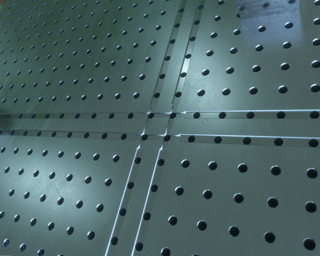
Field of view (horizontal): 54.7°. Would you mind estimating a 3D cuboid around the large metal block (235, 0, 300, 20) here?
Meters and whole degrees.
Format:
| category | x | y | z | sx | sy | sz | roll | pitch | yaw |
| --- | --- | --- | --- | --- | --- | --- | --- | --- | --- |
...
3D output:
| category | x | y | z | sx | sy | sz | roll | pitch | yaw |
| --- | --- | --- | --- | --- | --- | --- | --- | --- | --- |
| large metal block | 0.155 | -0.207 | 0.438 | 0.080 | 0.050 | 0.080 | 2 | 63 | 29 |
